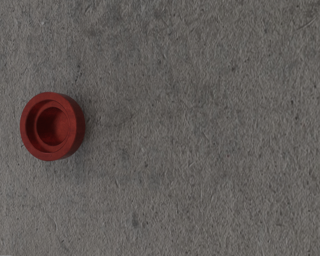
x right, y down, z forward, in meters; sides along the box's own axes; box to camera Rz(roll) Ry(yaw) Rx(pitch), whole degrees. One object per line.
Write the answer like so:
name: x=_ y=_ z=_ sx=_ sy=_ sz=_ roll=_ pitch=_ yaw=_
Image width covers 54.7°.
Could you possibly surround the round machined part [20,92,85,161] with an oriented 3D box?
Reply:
round machined part: x=-0.151 y=-0.002 z=0.453 sx=0.098 sy=0.042 sz=0.097 roll=0 pitch=90 yaw=20
